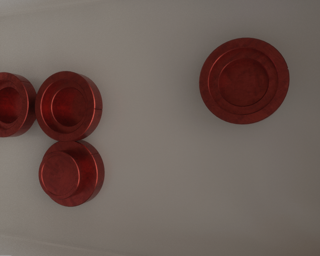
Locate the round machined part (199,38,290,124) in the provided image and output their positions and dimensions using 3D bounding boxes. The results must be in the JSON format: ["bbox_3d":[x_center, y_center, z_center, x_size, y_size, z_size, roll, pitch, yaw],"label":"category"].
[{"bbox_3d":[0.099,-0.053,0.366,0.098,0.042,0.097,0,90,19],"label":"round machined part"}]

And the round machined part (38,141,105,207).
[{"bbox_3d":[-0.134,0.065,0.447,0.098,0.042,0.097,0,90,19],"label":"round machined part"}]

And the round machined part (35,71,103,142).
[{"bbox_3d":[-0.125,-0.030,0.444,0.098,0.042,0.097,0,90,19],"label":"round machined part"}]

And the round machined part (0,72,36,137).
[{"bbox_3d":[-0.228,-0.035,0.480,0.098,0.042,0.097,0,90,19],"label":"round machined part"}]
